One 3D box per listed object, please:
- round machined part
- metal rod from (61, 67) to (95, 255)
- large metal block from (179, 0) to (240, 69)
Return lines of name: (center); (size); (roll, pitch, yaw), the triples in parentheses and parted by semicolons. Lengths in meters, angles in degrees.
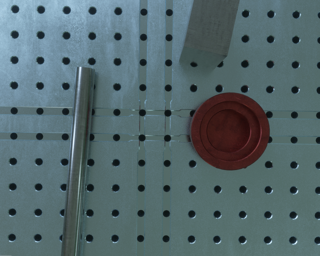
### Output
round machined part: (0.088, 0.004, 0.406); (0.099, 0.042, 0.097); (0, 90, -1)
metal rod: (-0.111, 0.070, 0.411); (0.025, 0.025, 0.298); (5, 90, -1)
large metal block: (0.059, -0.125, 0.387); (0.050, 0.080, 0.080); (12, 90, 0)
